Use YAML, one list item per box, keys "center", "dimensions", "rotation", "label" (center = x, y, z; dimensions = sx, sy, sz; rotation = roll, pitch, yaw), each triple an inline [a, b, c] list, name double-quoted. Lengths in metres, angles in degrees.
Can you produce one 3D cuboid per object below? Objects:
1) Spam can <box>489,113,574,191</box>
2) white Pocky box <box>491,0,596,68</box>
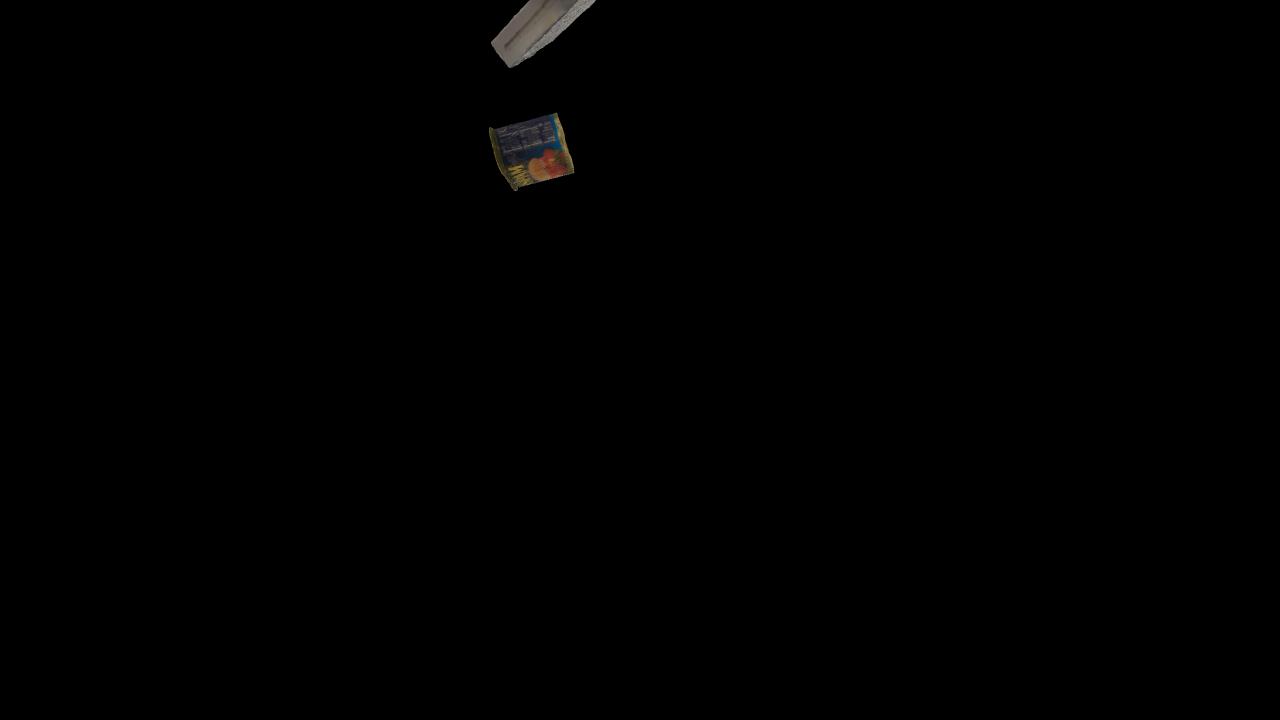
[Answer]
- center: [-0.133, -0.261, 0.774]
  dimensions: [0.085, 0.058, 0.101]
  rotation: [-15, -2, 0]
  label: "Spam can"
- center: [-0.046, -0.293, 0.480]
  dimensions: [0.154, 0.028, 0.084]
  rotation: [-20, 28, 41]
  label: "white Pocky box"
